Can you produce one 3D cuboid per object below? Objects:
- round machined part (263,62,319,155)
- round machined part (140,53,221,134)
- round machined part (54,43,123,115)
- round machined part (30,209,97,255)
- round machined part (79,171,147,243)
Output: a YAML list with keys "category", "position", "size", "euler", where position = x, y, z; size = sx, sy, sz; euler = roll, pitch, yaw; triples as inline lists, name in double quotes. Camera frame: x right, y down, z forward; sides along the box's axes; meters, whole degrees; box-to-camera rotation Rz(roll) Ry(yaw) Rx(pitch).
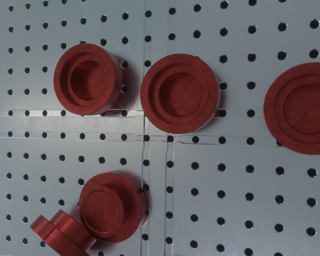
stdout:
- category: "round machined part"
  position: [0.167, -0.020, 0.344]
  size: [0.098, 0.042, 0.097]
  euler: [0, 90, 20]
- category: "round machined part"
  position: [0.028, -0.042, 0.394]
  size: [0.098, 0.042, 0.097]
  euler: [0, 90, 20]
- category: "round machined part"
  position: [-0.097, -0.066, 0.438]
  size: [0.098, 0.042, 0.097]
  euler: [0, 90, 20]
- category: "round machined part"
  position: [-0.128, 0.151, 0.430]
  size: [0.098, 0.098, 0.042]
  euler: [32, 64, 17]
- category: "round machined part"
  position: [-0.072, 0.111, 0.429]
  size: [0.098, 0.042, 0.097]
  euler: [0, 90, 20]
